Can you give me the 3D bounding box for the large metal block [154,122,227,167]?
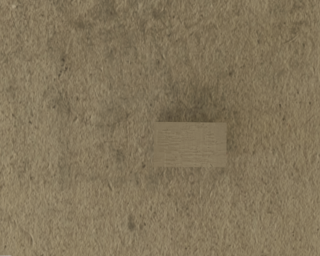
[{"bbox_3d":[0.033,0.018,0.383,0.081,0.080,0.050,1,90,-1],"label":"large metal block"}]
